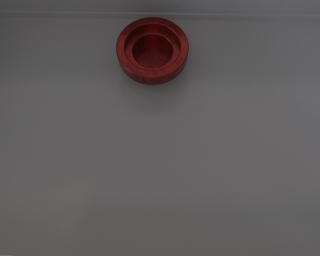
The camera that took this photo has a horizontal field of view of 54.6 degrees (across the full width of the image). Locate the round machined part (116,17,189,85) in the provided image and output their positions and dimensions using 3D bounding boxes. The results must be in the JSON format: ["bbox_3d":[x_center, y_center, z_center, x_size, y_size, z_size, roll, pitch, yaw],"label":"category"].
[{"bbox_3d":[-0.010,-0.104,0.439,0.099,0.042,0.098,0,70,0],"label":"round machined part"}]
